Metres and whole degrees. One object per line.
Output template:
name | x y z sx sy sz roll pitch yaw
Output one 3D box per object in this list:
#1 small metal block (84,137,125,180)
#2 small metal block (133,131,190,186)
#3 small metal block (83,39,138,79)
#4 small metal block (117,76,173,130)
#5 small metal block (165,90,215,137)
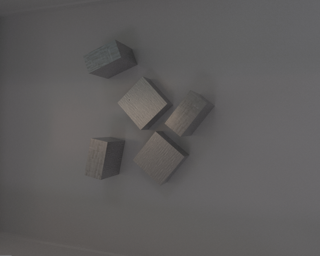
small metal block | -0.074 0.040 0.423 0.025 0.050 0.050 12 94 20
small metal block | 0.002 0.039 0.410 0.050 0.025 0.050 41 103 15
small metal block | -0.066 -0.092 0.421 0.050 0.050 0.025 -21 83 19
small metal block | -0.020 -0.033 0.417 0.050 0.025 0.050 -44 76 14
small metal block | 0.038 -0.017 0.384 0.025 0.050 0.050 41 103 15
